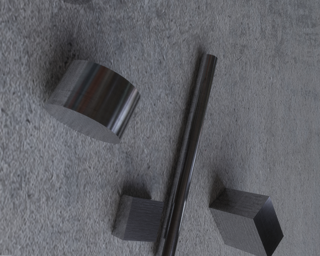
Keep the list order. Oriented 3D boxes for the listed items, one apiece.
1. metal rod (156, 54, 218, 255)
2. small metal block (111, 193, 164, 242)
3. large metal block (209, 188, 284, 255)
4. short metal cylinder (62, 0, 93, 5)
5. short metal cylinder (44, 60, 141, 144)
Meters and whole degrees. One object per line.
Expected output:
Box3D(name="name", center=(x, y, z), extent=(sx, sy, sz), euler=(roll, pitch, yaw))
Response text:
Box3D(name="metal rod", center=(0.040, 0.036, 0.440), extent=(0.025, 0.025, 0.299), euler=(23, 76, -38))
Box3D(name="small metal block", center=(-0.027, 0.112, 0.385), extent=(0.050, 0.025, 0.050), euler=(21, 77, -39))
Box3D(name="large metal block", center=(0.135, 0.147, 0.485), extent=(0.050, 0.080, 0.080), euler=(-38, 114, -34))
Box3D(name="short metal cylinder", center=(-0.082, -0.176, 0.320), extent=(0.081, 0.050, 0.079), euler=(0, 90, -40))
Box3D(name="short metal cylinder", center=(-0.067, -0.024, 0.314), extent=(0.080, 0.080, 0.050), euler=(36, 68, -35))
